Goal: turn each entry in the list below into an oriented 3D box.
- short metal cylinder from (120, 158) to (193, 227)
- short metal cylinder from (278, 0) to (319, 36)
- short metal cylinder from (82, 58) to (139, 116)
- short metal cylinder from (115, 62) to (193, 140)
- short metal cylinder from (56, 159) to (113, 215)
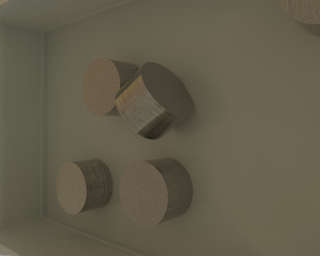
[{"bbox_3d":[-0.006,0.080,0.395,0.080,0.050,0.080,0,90,40],"label":"short metal cylinder"},{"bbox_3d":[0.149,-0.124,0.267,0.080,0.050,0.080,0,90,40],"label":"short metal cylinder"},{"bbox_3d":[-0.066,-0.057,0.445,0.080,0.050,0.080,0,90,40],"label":"short metal cylinder"},{"bbox_3d":[-0.006,-0.033,0.376,0.050,0.081,0.080,-40,66,33],"label":"short metal cylinder"},{"bbox_3d":[-0.120,0.091,0.490,0.080,0.050,0.080,0,90,40],"label":"short metal cylinder"}]
